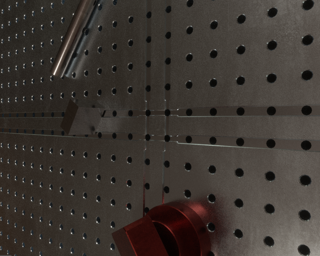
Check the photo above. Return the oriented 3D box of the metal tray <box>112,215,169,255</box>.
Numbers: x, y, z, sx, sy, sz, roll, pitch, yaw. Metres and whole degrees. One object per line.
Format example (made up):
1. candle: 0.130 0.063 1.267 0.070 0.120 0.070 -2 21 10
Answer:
1. metal tray: -0.020 0.159 0.372 0.090 0.030 0.129 63 158 13

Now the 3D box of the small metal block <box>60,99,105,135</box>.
1. small metal block: -0.122 -0.017 0.491 0.025 0.050 0.050 39 114 33

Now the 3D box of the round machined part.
1. round machined part: 0.010 0.146 0.388 0.098 0.042 0.097 0 90 39

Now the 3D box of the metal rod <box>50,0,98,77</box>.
1. metal rod: -0.111 -0.213 0.498 0.025 0.025 0.298 48 118 29
